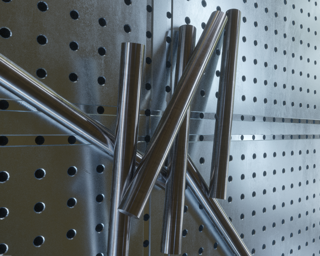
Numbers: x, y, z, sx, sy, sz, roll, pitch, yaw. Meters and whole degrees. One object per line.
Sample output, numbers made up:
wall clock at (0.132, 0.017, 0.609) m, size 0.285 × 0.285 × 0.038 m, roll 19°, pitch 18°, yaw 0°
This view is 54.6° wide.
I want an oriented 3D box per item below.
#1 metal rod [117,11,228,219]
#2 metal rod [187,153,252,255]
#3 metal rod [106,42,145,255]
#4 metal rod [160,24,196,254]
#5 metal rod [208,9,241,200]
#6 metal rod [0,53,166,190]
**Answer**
metal rod at (0.026, -0.035, 0.381) m, size 0.025 × 0.025 × 0.300 m, roll 42°, pitch 60°, yaw -32°
metal rod at (0.095, 0.145, 0.487) m, size 0.025 × 0.025 × 0.299 m, roll -48°, pitch 118°, yaw -29°
metal rod at (-0.041, 0.059, 0.346) m, size 0.025 × 0.025 × 0.298 m, roll -1°, pitch 99°, yaw -40°
metal rod at (0.026, 0.004, 0.406) m, size 0.025 × 0.025 × 0.299 m, roll 17°, pitch 72°, yaw -39°
metal rod at (0.101, -0.044, 0.474) m, size 0.025 × 0.025 × 0.299 m, roll 18°, pitch 73°, yaw -39°
metal rod at (-0.081, -0.002, 0.339) m, size 0.301 × 0.025 × 0.025 m, roll 39°, pitch 67°, yaw -33°
